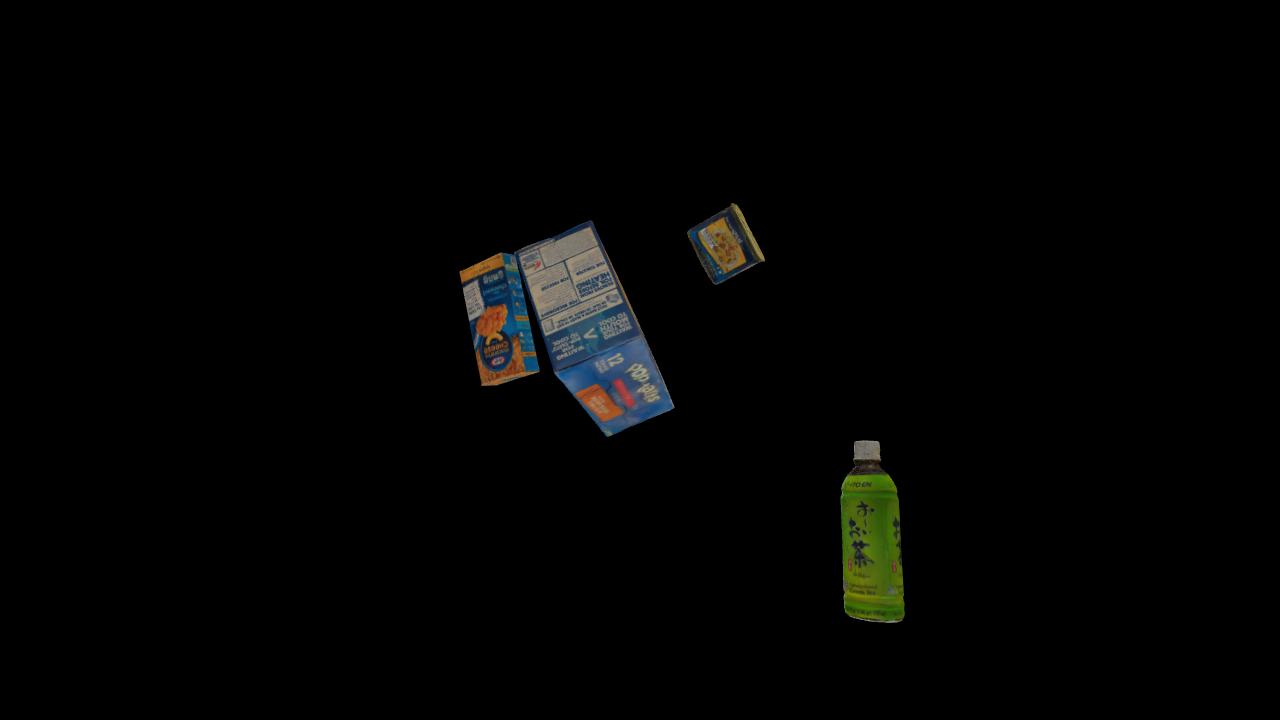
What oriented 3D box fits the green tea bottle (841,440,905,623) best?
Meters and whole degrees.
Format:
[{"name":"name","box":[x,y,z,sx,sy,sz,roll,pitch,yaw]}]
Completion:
[{"name":"green tea bottle","box":[0.283,0.206,0.759,0.073,0.212,0.073,1,-14,0]}]

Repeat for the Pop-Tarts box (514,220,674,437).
[{"name":"Pop-Tarts box","box":[-0.041,-0.024,0.607,0.083,0.141,0.167,-24,-28,2]}]

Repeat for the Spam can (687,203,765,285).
[{"name":"Spam can","box":[0.134,-0.179,0.964,0.085,0.101,0.058,-27,-3,21]}]

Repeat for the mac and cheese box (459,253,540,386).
[{"name":"mac and cheese box","box":[-0.215,-0.060,0.936,0.093,0.184,0.041,-16,-7,28]}]
